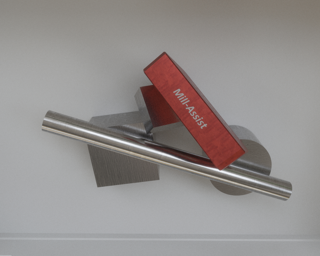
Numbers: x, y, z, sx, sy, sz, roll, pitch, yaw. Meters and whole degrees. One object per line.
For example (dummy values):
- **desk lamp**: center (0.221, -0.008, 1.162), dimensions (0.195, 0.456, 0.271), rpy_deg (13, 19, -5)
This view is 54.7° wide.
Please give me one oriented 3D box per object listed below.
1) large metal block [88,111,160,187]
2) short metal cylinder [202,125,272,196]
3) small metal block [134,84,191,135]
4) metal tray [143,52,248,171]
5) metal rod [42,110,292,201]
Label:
- **large metal block**: center (-0.046, 0.026, 0.406), dimensions (0.080, 0.050, 0.079), rpy_deg (-7, 110, 2)
- **short metal cylinder**: center (0.100, 0.042, 0.413), dimensions (0.081, 0.050, 0.079), rpy_deg (0, 110, -1)
- **small metal block**: center (0.003, -0.024, 0.365), dimensions (0.050, 0.025, 0.050), rpy_deg (-13, 76, -24)
- **metal tray**: center (0.043, -0.017, 0.343), dimensions (0.030, 0.090, 0.130), rpy_deg (-39, 76, 12)
- **metal rod**: center (0.014, 0.035, 0.369), dimensions (0.302, 0.025, 0.025), rpy_deg (17, 109, -7)
